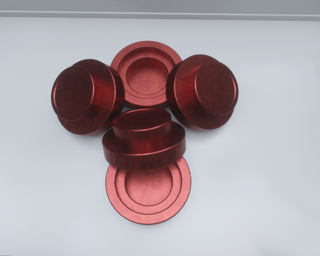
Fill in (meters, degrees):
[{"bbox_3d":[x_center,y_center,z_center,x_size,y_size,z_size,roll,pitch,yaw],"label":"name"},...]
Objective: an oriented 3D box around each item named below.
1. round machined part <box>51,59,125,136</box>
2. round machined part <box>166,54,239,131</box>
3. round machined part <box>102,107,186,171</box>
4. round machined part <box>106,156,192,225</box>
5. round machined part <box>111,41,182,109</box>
[{"bbox_3d":[-0.097,-0.040,0.390,0.098,0.042,0.097,-4,82,27],"label":"round machined part"},{"bbox_3d":[0.060,-0.047,0.392,0.099,0.042,0.097,5,81,-30],"label":"round machined part"},{"bbox_3d":[-0.019,0.007,0.366,0.099,0.098,0.042,-6,115,-2],"label":"round machined part"},{"bbox_3d":[-0.013,0.067,0.374,0.099,0.042,0.098,0,70,0],"label":"round machined part"},{"bbox_3d":[-0.017,-0.066,0.422,0.099,0.042,0.098,0,70,0],"label":"round machined part"}]
